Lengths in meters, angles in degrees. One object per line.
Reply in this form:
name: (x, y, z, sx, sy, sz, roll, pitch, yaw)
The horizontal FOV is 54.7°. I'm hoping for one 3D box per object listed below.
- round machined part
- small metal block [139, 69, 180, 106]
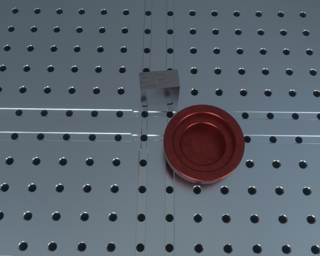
round machined part: (0.054, 0.023, 0.395, 0.099, 0.042, 0.098, 0, 70, 0)
small metal block: (-0.001, -0.053, 0.418, 0.050, 0.050, 0.025, -5, 70, -2)
